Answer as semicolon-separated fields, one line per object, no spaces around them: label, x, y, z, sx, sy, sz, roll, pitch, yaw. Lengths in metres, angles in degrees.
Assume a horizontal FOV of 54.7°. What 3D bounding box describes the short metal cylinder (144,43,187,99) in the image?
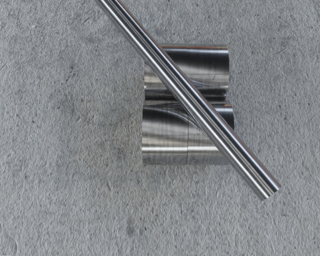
short metal cylinder;0.007;-0.070;0.406;0.050;0.080;0.080;1;70;0

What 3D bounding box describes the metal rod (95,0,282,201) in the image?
metal rod;0.020;-0.049;0.342;0.025;0.025;0.300;-35;74;-12

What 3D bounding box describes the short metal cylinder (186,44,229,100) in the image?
short metal cylinder;0.057;-0.069;0.406;0.050;0.080;0.080;1;70;0

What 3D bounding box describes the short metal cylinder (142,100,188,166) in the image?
short metal cylinder;0.006;0.005;0.378;0.050;0.080;0.080;1;70;0

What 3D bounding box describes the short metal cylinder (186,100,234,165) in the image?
short metal cylinder;0.057;0.005;0.379;0.050;0.080;0.080;1;70;0
